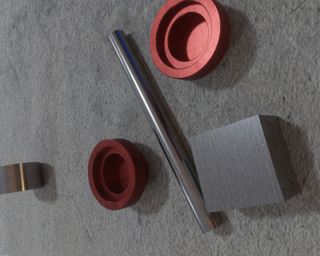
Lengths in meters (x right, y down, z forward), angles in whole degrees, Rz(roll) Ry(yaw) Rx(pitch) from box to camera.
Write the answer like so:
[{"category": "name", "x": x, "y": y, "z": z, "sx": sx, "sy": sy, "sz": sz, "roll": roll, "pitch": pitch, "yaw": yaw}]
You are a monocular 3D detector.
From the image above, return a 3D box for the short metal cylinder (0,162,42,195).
[{"category": "short metal cylinder", "x": -0.270, "y": 0.096, "z": 0.592, "sx": 0.080, "sy": 0.081, "sz": 0.050, "roll": -16, "pitch": 80, "yaw": 39}]

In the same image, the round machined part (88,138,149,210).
[{"category": "round machined part", "x": -0.055, "y": 0.063, "z": 0.440, "sx": 0.098, "sy": 0.042, "sz": 0.097, "roll": 0, "pitch": 90, "yaw": 40}]

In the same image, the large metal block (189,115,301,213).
[{"category": "large metal block", "x": 0.085, "y": 0.037, "z": 0.319, "sx": 0.080, "sy": 0.050, "sz": 0.080, "roll": -21, "pitch": 77, "yaw": 38}]

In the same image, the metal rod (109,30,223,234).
[{"category": "metal rod", "x": -0.002, "y": -0.010, "z": 0.406, "sx": 0.025, "sy": 0.025, "sz": 0.299, "roll": -40, "pitch": 66, "yaw": 33}]

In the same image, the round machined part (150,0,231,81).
[{"category": "round machined part", "x": 0.038, "y": -0.104, "z": 0.362, "sx": 0.098, "sy": 0.042, "sz": 0.097, "roll": 0, "pitch": 90, "yaw": 40}]
